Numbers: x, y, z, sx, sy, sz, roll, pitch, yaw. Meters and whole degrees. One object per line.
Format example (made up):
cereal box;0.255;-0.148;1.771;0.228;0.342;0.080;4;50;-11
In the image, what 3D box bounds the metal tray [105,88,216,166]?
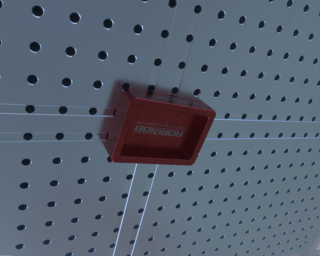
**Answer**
metal tray;0.002;0.003;0.412;0.131;0.030;0.089;7;115;-32
